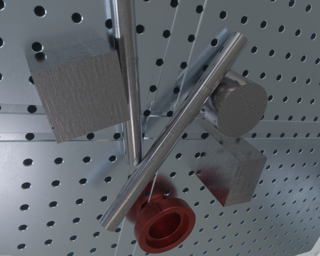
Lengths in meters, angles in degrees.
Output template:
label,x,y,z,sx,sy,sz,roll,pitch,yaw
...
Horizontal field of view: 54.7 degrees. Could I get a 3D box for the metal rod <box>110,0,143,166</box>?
label,x,y,z,sx,sy,sz,roll,pitch,yaw
metal rod,-0.037,-0.083,0.339,0.025,0.025,0.298,-15,125,-20

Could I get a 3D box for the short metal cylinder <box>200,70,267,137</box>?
label,x,y,z,sx,sy,sz,roll,pitch,yaw
short metal cylinder,0.099,-0.034,0.429,0.081,0.050,0.079,-14,124,-21

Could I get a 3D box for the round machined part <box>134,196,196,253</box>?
label,x,y,z,sx,sy,sz,roll,pitch,yaw
round machined part,0.004,0.149,0.495,0.099,0.042,0.097,-14,124,-21

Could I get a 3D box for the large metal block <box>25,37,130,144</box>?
label,x,y,z,sx,sy,sz,roll,pitch,yaw
large metal block,-0.083,-0.041,0.324,0.081,0.050,0.079,-19,126,-17

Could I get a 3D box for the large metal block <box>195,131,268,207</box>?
label,x,y,z,sx,sy,sz,roll,pitch,yaw
large metal block,0.104,0.059,0.469,0.050,0.080,0.079,-3,120,-27

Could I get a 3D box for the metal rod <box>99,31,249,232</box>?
label,x,y,z,sx,sy,sz,roll,pitch,yaw
metal rod,0.017,0.006,0.402,0.025,0.025,0.299,33,93,-39
